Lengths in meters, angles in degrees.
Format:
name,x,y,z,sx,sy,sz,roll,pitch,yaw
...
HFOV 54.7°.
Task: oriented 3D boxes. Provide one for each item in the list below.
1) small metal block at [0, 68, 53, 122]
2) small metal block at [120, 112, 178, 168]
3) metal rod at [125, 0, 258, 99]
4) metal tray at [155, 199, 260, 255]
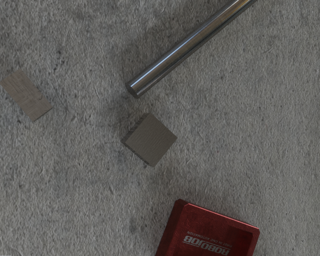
name,x,y,z,sx,sy,sz,roll,pitch,yaw
small metal block,-0.146,-0.034,0.342,0.025,0.050,0.050,-41,103,-15
small metal block,-0.014,0.015,0.405,0.050,0.025,0.050,43,76,-15
metal rod,0.073,-0.143,0.436,0.301,0.025,0.025,-41,104,-16
metal tray,0.069,0.163,0.433,0.131,0.030,0.090,24,82,-19
